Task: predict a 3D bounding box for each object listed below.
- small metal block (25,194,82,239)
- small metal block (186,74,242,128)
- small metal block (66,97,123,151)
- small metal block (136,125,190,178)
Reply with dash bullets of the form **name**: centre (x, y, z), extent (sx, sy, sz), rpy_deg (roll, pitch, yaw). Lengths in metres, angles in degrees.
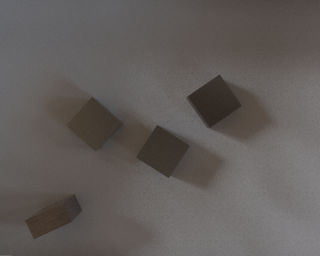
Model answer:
- **small metal block**: centre (-0.134, 0.112, 0.398), extent (0.050, 0.050, 0.025), rpy_deg (-25, 90, 0)
- **small metal block**: centre (0.071, -0.035, 0.412), extent (0.050, 0.025, 0.050), rpy_deg (-35, 90, 0)
- **small metal block**: centre (-0.085, -0.005, 0.411), extent (0.050, 0.025, 0.050), rpy_deg (42, 90, 0)
- **small metal block**: centre (0.004, 0.030, 0.411), extent (0.050, 0.025, 0.050), rpy_deg (33, 90, 0)
